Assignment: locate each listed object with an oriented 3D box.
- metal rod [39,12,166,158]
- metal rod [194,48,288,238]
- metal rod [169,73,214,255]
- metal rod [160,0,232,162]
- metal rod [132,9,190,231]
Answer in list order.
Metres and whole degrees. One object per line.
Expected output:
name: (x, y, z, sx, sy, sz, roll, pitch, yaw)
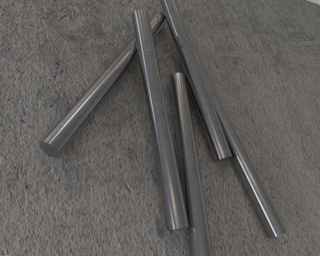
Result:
metal rod: (-0.058, -0.079, 0.420, 0.025, 0.025, 0.301, 34, 51, -6)
metal rod: (0.100, 0.008, 0.452, 0.025, 0.025, 0.299, -9, 66, -32)
metal rod: (0.038, 0.055, 0.390, 0.025, 0.025, 0.299, 9, 58, -24)
metal rod: (0.046, -0.094, 0.468, 0.025, 0.025, 0.299, -6, 70, -31)
metal rod: (-0.004, -0.025, 0.397, 0.025, 0.025, 0.299, 1, 67, -28)
